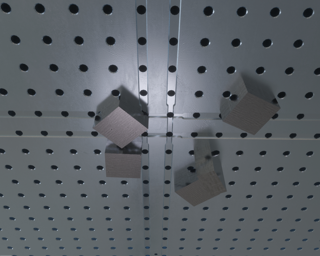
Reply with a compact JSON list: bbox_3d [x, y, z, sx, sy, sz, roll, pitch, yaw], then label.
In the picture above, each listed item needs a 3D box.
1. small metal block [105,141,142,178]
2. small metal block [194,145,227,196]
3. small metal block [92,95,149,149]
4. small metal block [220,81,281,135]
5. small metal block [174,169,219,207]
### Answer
[{"bbox_3d":[-0.052,0.046,0.450,0.050,0.025,0.050,3,130,-3],"label":"small metal block"},{"bbox_3d":[0.072,0.061,0.448,0.025,0.050,0.050,-21,127,17],"label":"small metal block"},{"bbox_3d":[-0.051,-0.007,0.405,0.050,0.025,0.050,-36,122,26],"label":"small metal block"},{"bbox_3d":[0.113,-0.024,0.392,0.050,0.025,0.050,22,127,-18],"label":"small metal block"},{"bbox_3d":[0.058,0.093,0.491,0.050,0.025,0.050,-33,123,25],"label":"small metal block"}]
